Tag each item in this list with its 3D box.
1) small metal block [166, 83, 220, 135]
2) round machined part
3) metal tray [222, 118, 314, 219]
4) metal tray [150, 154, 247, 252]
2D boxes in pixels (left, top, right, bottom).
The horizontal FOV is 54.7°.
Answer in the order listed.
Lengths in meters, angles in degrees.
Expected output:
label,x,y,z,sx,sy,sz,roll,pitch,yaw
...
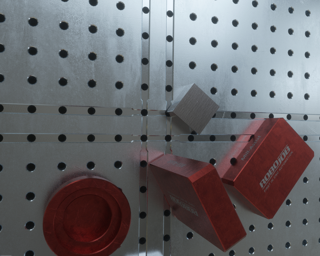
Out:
label,x,y,z,sx,sy,sz,roll,pitch,yaw
small metal block,0.045,-0.026,0.429,0.050,0.025,0.050,40,77,-16
round machined part,-0.088,0.106,0.371,0.099,0.042,0.097,0,90,-20
metal tray,0.167,0.059,0.471,0.090,0.030,0.130,43,76,-15
metal tray,0.038,0.081,0.371,0.030,0.130,0.090,-29,100,-18
